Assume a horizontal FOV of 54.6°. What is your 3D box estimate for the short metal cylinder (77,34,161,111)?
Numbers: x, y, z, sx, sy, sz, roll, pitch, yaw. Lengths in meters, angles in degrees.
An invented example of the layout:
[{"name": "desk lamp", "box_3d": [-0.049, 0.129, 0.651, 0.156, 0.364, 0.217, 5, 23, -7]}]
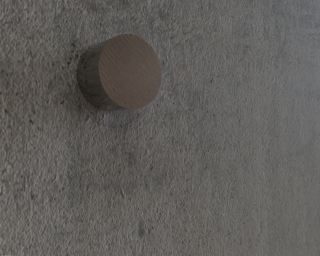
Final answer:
[{"name": "short metal cylinder", "box_3d": [-0.045, -0.060, 0.349, 0.081, 0.050, 0.080, 0, 90, -40]}]
